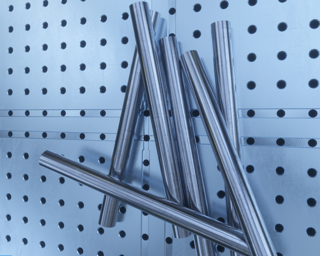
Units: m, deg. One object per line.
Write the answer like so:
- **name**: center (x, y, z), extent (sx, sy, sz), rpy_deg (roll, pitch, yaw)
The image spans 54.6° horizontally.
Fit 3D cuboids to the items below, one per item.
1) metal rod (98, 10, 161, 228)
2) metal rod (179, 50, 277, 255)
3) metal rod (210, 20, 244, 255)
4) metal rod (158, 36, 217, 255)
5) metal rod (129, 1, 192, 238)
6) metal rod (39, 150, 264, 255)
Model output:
- **metal rod**: center (-0.043, -0.010, 0.428), extent (0.025, 0.025, 0.298), rpy_deg (14, 95, 19)
- **metal rod**: center (0.080, 0.044, 0.350), extent (0.025, 0.025, 0.299), rpy_deg (-24, 71, 18)
- **metal rod**: center (0.087, 0.019, 0.381), extent (0.025, 0.025, 0.298), rpy_deg (-5, 88, 20)
- **metal rod**: center (0.036, 0.030, 0.400), extent (0.025, 0.025, 0.299), rpy_deg (-11, 86, 20)
- **metal rod**: center (0.001, -0.008, 0.397), extent (0.025, 0.025, 0.298), rpy_deg (-10, 92, 20)
- **metal rod**: center (-0.024, 0.090, 0.389), extent (0.301, 0.025, 0.025), rpy_deg (19, 97, 17)
